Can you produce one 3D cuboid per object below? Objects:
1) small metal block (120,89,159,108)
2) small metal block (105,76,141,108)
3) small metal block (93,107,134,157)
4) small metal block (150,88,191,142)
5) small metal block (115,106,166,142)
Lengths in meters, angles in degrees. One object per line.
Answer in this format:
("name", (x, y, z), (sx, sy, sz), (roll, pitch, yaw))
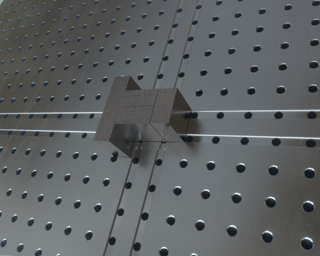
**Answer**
("small metal block", (-0.016, -0.027, 0.415), (0.050, 0.050, 0.025), (0, 62, 28))
("small metal block", (-0.047, -0.038, 0.438), (0.025, 0.050, 0.050), (0, 62, 28))
("small metal block", (-0.058, 0.006, 0.416), (0.025, 0.050, 0.050), (0, 62, 28))
("small metal block", (0.015, -0.016, 0.392), (0.025, 0.050, 0.050), (0, 62, 28))
("small metal block", (-0.022, -0.005, 0.404), (0.050, 0.050, 0.025), (0, 62, 28))
